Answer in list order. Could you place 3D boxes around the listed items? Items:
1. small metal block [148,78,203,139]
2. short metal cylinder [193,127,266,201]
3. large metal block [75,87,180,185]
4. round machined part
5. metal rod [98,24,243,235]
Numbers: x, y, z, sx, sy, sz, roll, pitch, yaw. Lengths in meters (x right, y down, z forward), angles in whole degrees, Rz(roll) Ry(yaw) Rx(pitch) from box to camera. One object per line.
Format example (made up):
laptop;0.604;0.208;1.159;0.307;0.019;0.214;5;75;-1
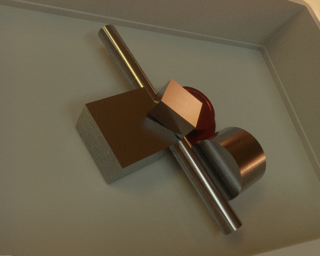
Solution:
small metal block;0.020;-0.024;0.368;0.050;0.025;0.050;37;39;-12
short metal cylinder;0.083;0.044;0.388;0.050;0.080;0.080;-23;74;-37
large metal block;-0.039;0.007;0.361;0.081;0.050;0.080;-23;74;-36
round machined part;0.035;-0.018;0.424;0.099;0.042;0.098;14;56;-21
metal rod;0.006;-0.008;0.386;0.025;0.025;0.299;-23;74;-37
